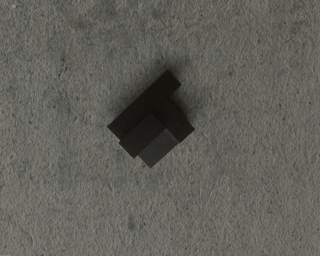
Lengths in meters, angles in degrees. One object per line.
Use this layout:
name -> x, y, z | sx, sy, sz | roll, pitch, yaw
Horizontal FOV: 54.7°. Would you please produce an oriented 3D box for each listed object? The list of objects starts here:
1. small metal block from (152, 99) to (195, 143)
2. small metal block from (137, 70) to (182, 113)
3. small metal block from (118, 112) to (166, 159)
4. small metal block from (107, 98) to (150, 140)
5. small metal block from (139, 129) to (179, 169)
small metal block -> 0.016, -0.008, 0.399 | 0.025, 0.050, 0.050 | -43, 91, 0
small metal block -> -0.001, -0.044, 0.398 | 0.050, 0.050, 0.025 | -43, 91, 0
small metal block -> -0.020, 0.008, 0.373 | 0.050, 0.050, 0.025 | -43, 91, 0
small metal block -> -0.037, -0.010, 0.398 | 0.050, 0.050, 0.025 | -43, 91, 0
small metal block -> -0.011, 0.018, 0.411 | 0.050, 0.025, 0.050 | -43, 91, 0
